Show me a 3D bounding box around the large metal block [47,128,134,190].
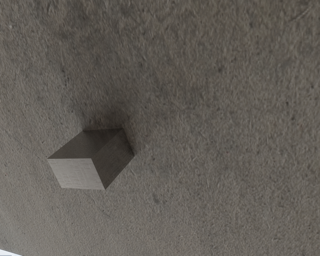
[{"bbox_3d":[-0.097,0.043,0.447,0.080,0.080,0.050,-4,117,29],"label":"large metal block"}]
